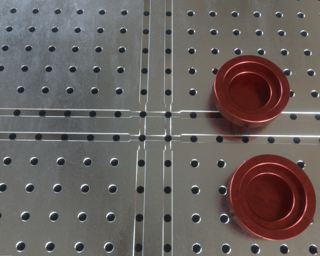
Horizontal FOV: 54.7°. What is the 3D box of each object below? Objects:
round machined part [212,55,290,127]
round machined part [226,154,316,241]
[{"bbox_3d":[0.120,-0.046,0.421,0.099,0.042,0.098,0,70,-1],"label":"round machined part"},{"bbox_3d":[0.129,0.084,0.374,0.099,0.042,0.098,0,70,-1],"label":"round machined part"}]
